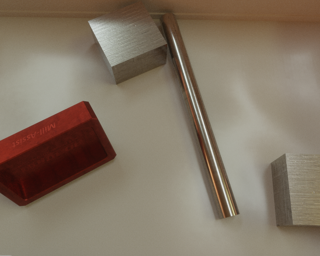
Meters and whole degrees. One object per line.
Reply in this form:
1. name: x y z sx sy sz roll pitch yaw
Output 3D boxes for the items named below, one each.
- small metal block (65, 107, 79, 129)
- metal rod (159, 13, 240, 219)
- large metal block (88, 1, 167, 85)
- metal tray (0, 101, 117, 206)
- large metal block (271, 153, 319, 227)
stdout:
1. small metal block: -0.112 0.000 0.395 0.050 0.050 0.025 -24 72 -9
2. metal rod: 0.048 -0.030 0.421 0.025 0.025 0.299 -13 71 -5
3. large metal block: -0.044 -0.121 0.440 0.080 0.050 0.080 -25 72 -9
4. metal tray: -0.125 0.032 0.359 0.131 0.090 0.030 -28 56 -10
5. large metal block: 0.185 0.076 0.371 0.081 0.050 0.080 2 70 0
